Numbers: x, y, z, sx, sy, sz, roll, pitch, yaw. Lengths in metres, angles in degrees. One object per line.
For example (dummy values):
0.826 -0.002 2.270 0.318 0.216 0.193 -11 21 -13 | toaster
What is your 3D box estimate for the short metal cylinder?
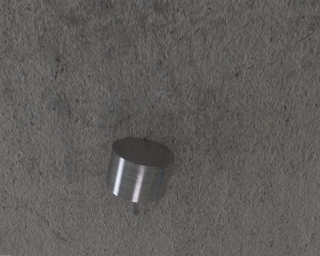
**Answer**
-0.026 0.052 0.399 0.080 0.080 0.050 12 110 -5 | short metal cylinder
